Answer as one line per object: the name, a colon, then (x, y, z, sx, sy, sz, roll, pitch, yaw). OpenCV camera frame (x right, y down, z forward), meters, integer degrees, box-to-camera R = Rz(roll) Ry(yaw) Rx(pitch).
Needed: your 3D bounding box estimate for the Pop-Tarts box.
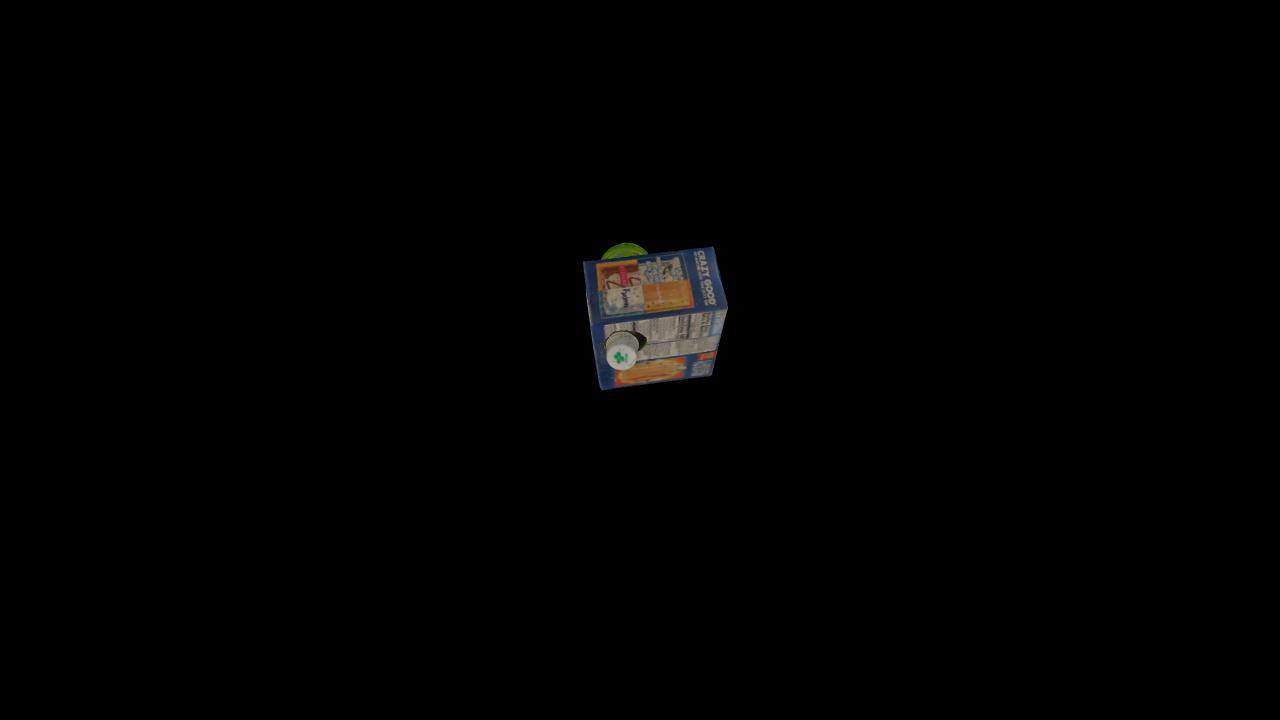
Pop-Tarts box: (0.014, -0.042, 0.696, 0.141, 0.083, 0.167, -7, -25, -3)

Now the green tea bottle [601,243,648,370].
green tea bottle: (-0.017, -0.059, 0.691, 0.073, 0.073, 0.212, 0, 35, -2)
